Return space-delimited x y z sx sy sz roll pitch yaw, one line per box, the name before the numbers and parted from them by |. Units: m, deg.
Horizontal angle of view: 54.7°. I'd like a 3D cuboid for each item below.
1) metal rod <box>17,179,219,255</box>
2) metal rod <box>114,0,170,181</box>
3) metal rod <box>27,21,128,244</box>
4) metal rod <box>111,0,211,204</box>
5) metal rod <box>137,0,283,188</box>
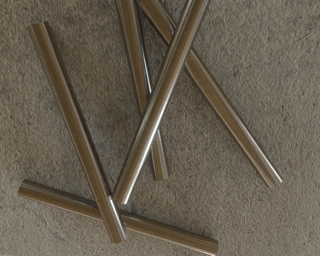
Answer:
metal rod | -0.055 0.135 0.458 0.302 0.025 0.025 20 109 -8
metal rod | -0.025 -0.070 0.383 0.025 0.025 0.298 -10 110 3
metal rod | -0.100 0.017 0.400 0.025 0.025 0.298 -16 104 5
metal rod | 0.000 -0.037 0.368 0.025 0.025 0.298 20 109 -8
metal rod | 0.073 -0.036 0.397 0.025 0.025 0.300 -35 107 11
